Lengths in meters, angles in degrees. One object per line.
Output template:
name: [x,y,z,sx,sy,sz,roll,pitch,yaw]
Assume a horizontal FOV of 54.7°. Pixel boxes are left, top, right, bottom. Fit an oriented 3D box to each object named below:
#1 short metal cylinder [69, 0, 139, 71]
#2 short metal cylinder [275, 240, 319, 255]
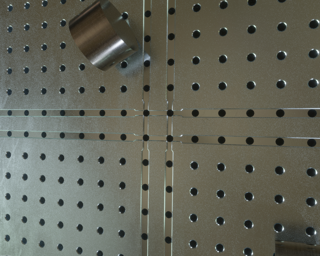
short metal cylinder: [-0.072,-0.123,0.409,0.050,0.080,0.080,-30,80,18]
short metal cylinder: [0.150,0.164,0.330,0.050,0.080,0.079,0,90,20]
